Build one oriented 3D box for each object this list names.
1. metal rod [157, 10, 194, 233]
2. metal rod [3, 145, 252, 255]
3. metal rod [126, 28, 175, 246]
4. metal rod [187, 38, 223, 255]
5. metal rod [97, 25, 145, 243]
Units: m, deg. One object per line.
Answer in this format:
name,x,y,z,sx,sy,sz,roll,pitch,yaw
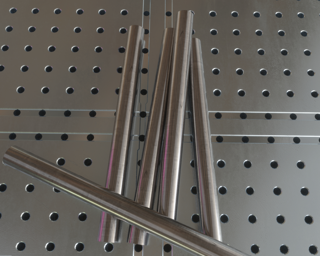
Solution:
metal rod,0.021,-0.019,0.406,0.025,0.025,0.299,6,75,2
metal rod,-0.041,0.091,0.350,0.301,0.025,0.025,23,72,8
metal rod,-0.005,-0.004,0.412,0.025,0.025,0.299,8,70,2
metal rod,0.055,0.014,0.407,0.025,0.025,0.299,-2,70,-1
metal rod,-0.048,-0.007,0.413,0.025,0.025,0.299,5,70,1
